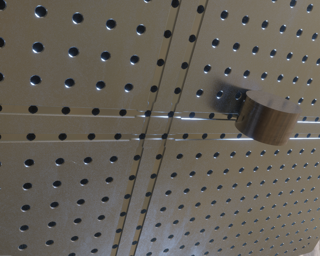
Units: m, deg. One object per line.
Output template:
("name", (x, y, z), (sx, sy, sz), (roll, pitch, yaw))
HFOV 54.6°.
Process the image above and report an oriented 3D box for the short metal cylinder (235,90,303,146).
("short metal cylinder", (0.156, -0.016, 0.450), (0.081, 0.080, 0.050), (0, 118, -29))
